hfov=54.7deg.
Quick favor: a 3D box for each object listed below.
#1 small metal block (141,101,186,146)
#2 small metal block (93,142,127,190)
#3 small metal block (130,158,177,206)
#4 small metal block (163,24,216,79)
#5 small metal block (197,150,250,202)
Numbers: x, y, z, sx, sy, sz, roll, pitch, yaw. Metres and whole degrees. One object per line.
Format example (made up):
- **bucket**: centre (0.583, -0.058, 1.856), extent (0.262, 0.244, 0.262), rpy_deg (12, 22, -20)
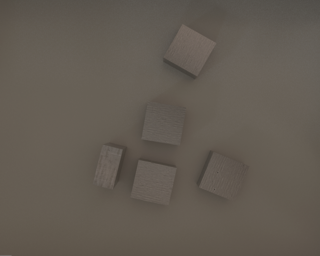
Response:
- **small metal block**: centre (0.005, -0.006, 0.412), extent (0.050, 0.025, 0.050), rpy_deg (10, 90, -1)
- **small metal block**: centre (-0.063, 0.047, 0.398), extent (0.025, 0.050, 0.050), rpy_deg (14, 90, 0)
- **small metal block**: centre (-0.008, 0.071, 0.411), extent (0.050, 0.025, 0.050), rpy_deg (12, 90, -1)
- **small metal block**: centre (0.039, -0.100, 0.412), extent (0.050, 0.025, 0.050), rpy_deg (29, 90, -1)
- **small metal block**: centre (0.083, 0.063, 0.413), extent (0.050, 0.025, 0.050), rpy_deg (22, 90, -1)
